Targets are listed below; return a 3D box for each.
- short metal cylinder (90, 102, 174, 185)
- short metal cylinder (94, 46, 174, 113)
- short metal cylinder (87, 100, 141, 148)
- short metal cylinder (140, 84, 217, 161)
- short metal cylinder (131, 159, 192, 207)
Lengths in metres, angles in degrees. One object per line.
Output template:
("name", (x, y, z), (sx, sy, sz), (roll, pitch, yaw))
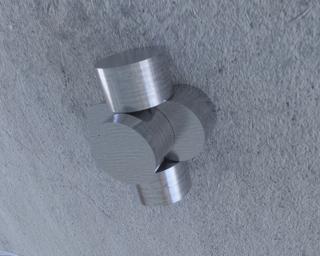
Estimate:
("short metal cylinder", (-0.031, 0.017, 0.352), (0.080, 0.050, 0.079), (13, 124, 20))
("short metal cylinder", (-0.028, -0.057, 0.351), (0.080, 0.080, 0.050), (0, 118, 28))
("short metal cylinder", (-0.048, -0.007, 0.411), (0.080, 0.050, 0.079), (13, 124, 20))
("short metal cylinder", (0.023, -0.007, 0.374), (0.080, 0.050, 0.079), (13, 124, 20))
("short metal cylinder", (-0.002, 0.058, 0.408), (0.080, 0.080, 0.050), (0, 119, 27))
